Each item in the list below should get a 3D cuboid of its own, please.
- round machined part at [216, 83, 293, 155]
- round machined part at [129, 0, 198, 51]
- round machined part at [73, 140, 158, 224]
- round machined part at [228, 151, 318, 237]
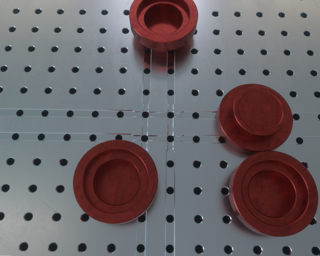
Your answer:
[{"bbox_3d":[0.127,-0.016,0.409,0.099,0.042,0.098,0,70,0],"label":"round machined part"},{"bbox_3d":[0.005,-0.156,0.460,0.099,0.042,0.098,0,70,0],"label":"round machined part"},{"bbox_3d":[-0.051,0.067,0.378,0.099,0.042,0.098,0,70,0],"label":"round machined part"},{"bbox_3d":[0.132,0.080,0.374,0.099,0.042,0.098,0,70,0],"label":"round machined part"}]
